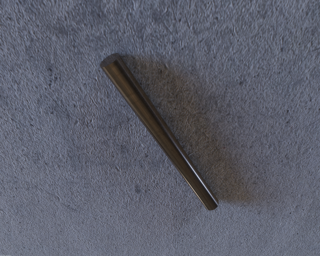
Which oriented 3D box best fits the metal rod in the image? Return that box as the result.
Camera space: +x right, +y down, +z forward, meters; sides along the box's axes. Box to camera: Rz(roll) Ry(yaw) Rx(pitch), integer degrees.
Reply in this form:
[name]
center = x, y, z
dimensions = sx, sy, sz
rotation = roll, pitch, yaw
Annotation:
[metal rod]
center = 0.015, 0.025, 0.428
dimensions = 0.025, 0.025, 0.300
rotation = -22, 127, 18
